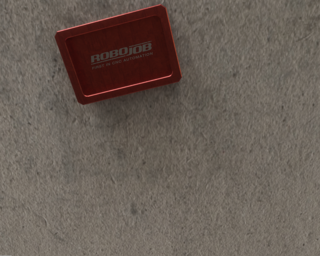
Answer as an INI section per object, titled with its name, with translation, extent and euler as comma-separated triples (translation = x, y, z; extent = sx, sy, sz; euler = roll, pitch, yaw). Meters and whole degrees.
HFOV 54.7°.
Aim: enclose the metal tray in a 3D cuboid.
[metal tray]
translation = -0.047, -0.087, 0.374
extent = 0.131, 0.030, 0.089
euler = -13, 110, 4
